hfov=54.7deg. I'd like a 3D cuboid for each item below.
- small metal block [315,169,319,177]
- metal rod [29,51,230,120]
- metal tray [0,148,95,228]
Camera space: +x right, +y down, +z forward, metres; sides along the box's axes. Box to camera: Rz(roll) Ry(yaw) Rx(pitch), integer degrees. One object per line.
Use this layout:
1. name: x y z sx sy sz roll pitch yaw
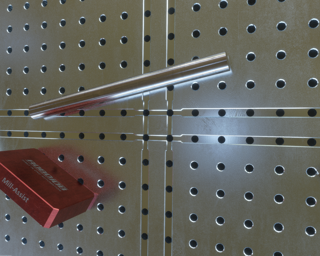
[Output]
1. small metal block: 0.210 0.057 0.338 0.050 0.025 0.050 -36 79 16
2. metal rod: -0.055 -0.054 0.431 0.301 0.025 0.025 -12 86 19
3. metal tray: -0.169 0.078 0.437 0.130 0.090 0.030 33 101 17
